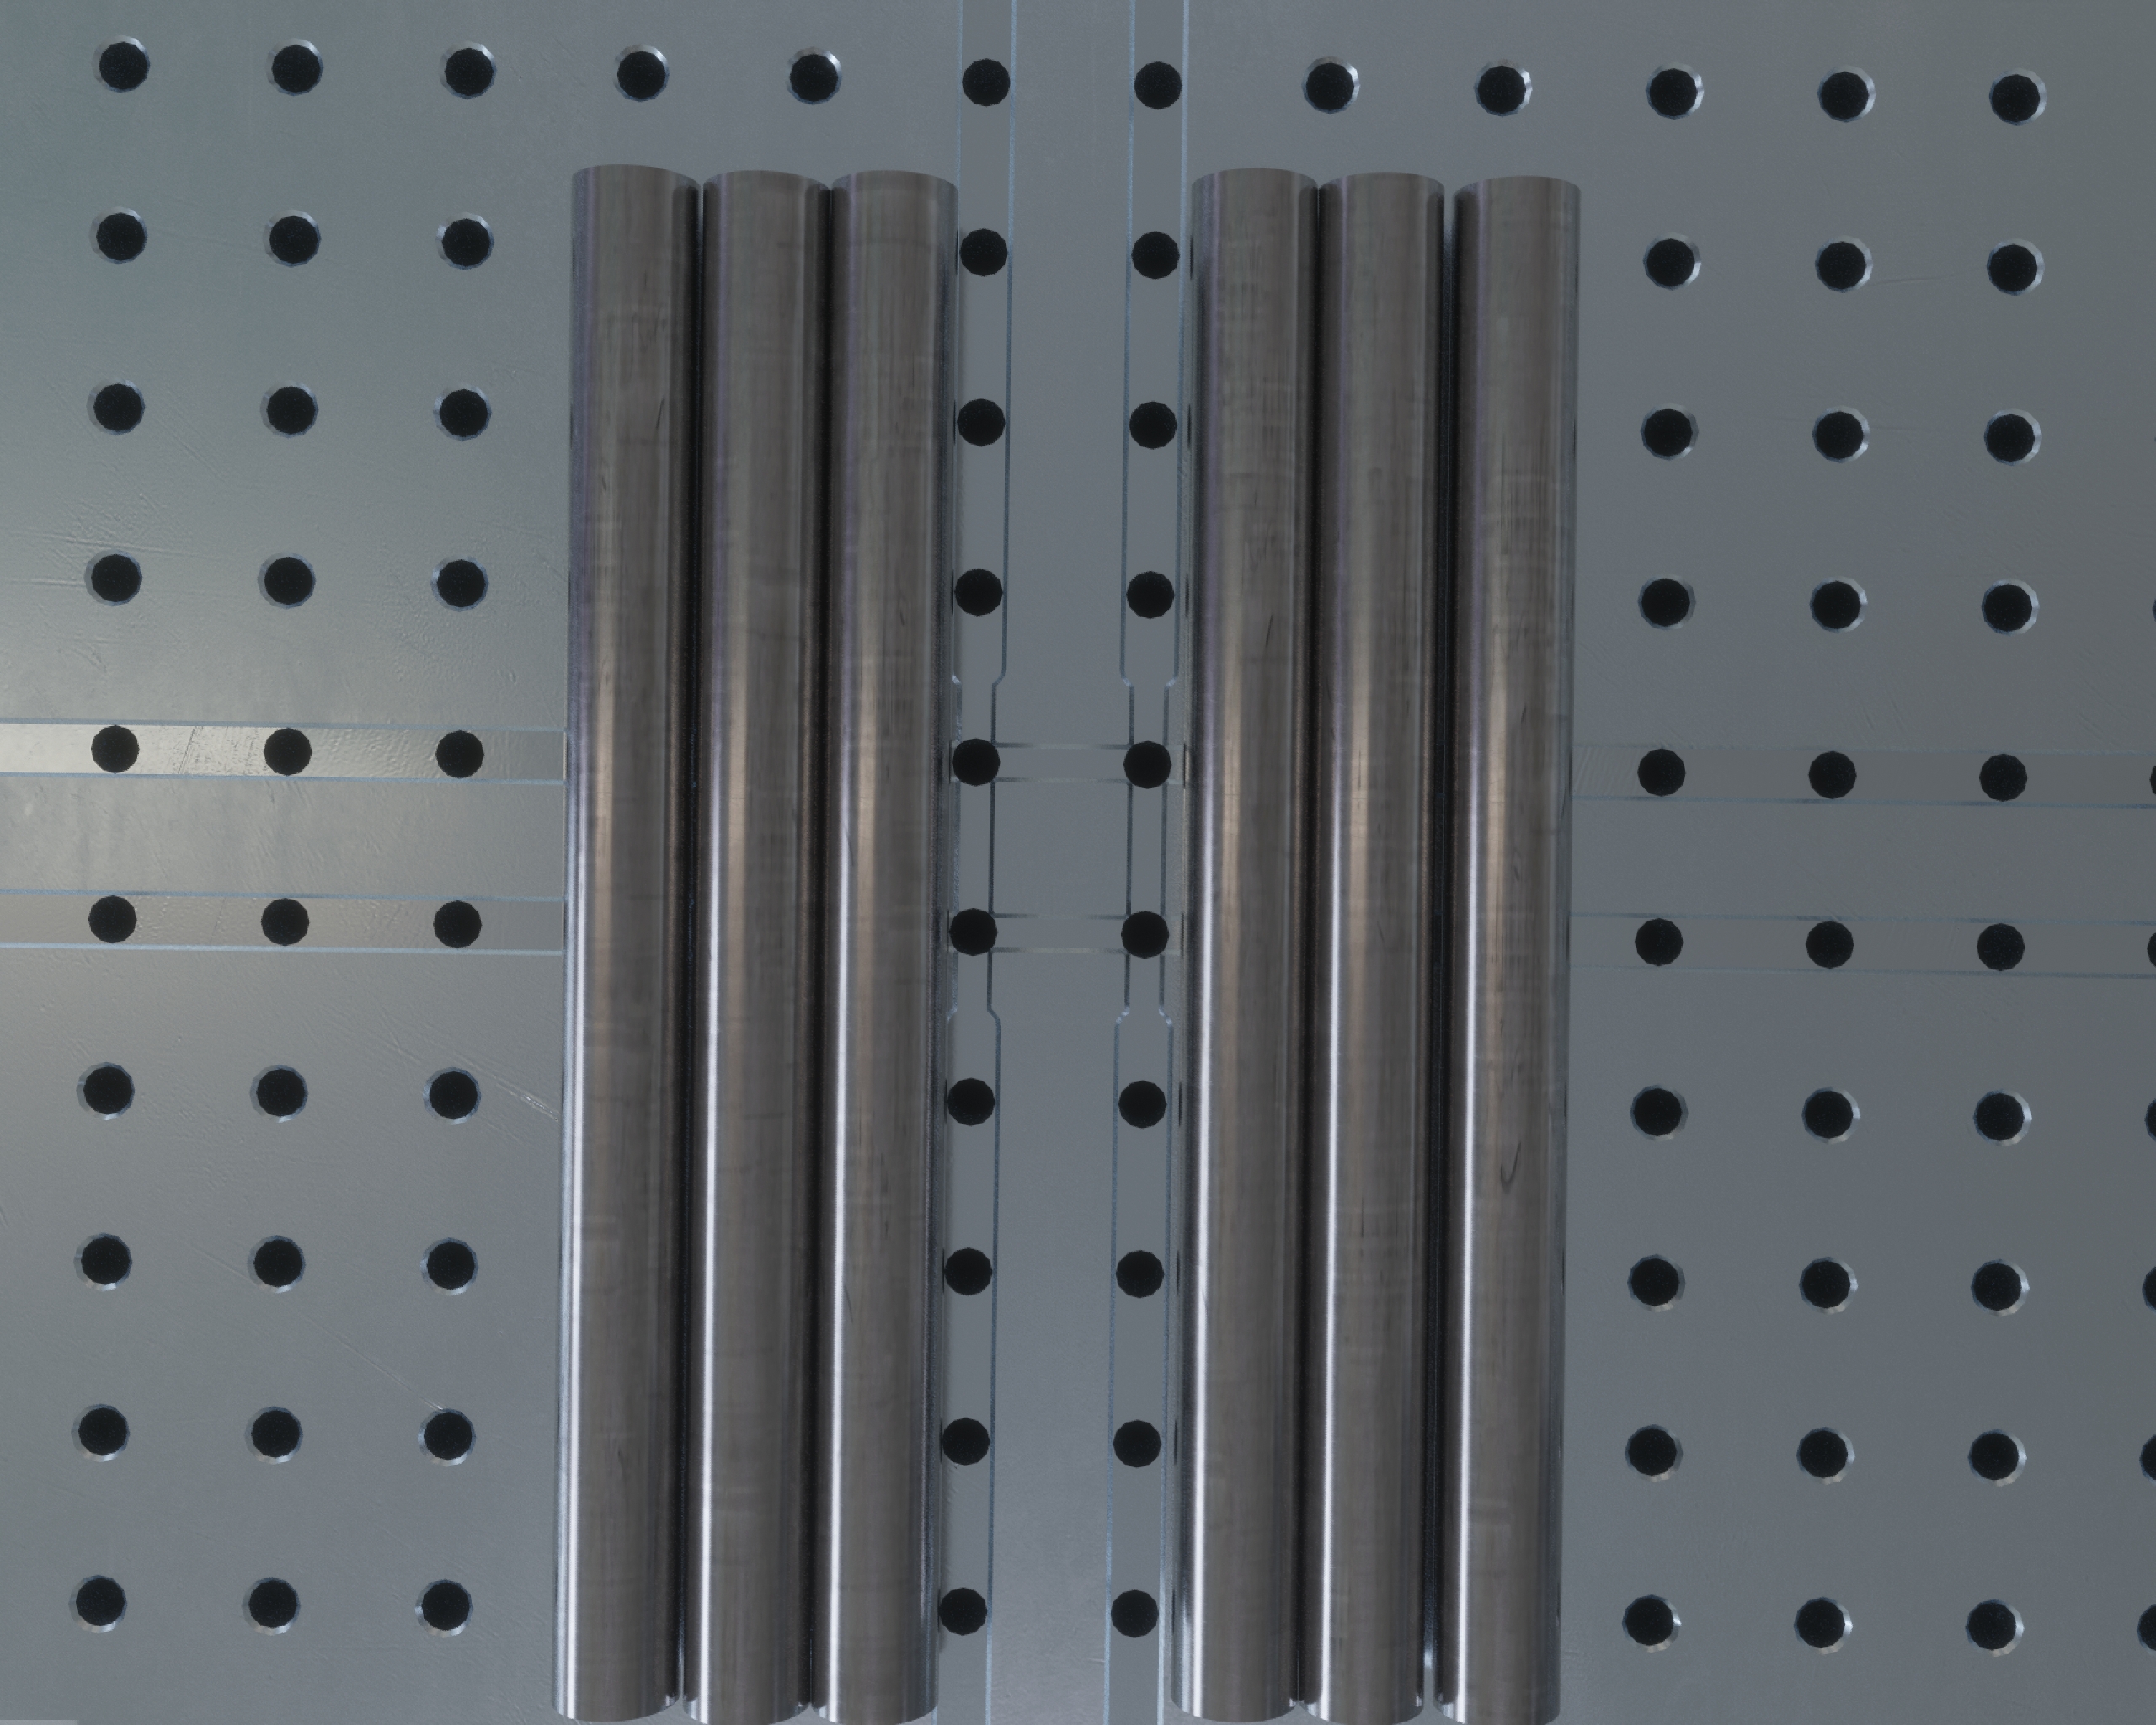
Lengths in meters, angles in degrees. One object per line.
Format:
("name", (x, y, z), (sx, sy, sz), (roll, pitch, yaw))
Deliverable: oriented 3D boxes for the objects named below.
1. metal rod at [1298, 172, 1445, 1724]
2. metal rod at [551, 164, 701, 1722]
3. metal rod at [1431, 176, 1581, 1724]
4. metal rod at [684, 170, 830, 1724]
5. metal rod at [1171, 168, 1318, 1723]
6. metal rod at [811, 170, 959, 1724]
("metal rod", (0.058, 0.017, 0.413), (0.025, 0.025, 0.298), (1, 90, 0))
("metal rod", (-0.089, 0.015, 0.412), (0.025, 0.025, 0.298), (1, 90, 0))
("metal rod", (0.085, 0.017, 0.413), (0.025, 0.025, 0.298), (1, 90, 0))
("metal rod", (-0.063, 0.017, 0.412), (0.025, 0.025, 0.298), (1, 90, 0))
("metal rod", (0.033, 0.016, 0.413), (0.025, 0.025, 0.298), (1, 90, 0))
("metal rod", (-0.038, 0.016, 0.413), (0.025, 0.025, 0.298), (1, 90, 0))
